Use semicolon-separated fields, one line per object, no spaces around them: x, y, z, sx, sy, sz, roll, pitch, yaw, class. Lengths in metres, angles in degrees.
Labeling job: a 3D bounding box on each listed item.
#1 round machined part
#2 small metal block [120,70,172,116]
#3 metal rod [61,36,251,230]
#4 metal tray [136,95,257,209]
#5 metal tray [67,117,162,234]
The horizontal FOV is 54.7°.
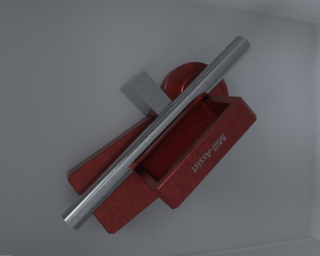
0.052;-0.041;0.420;0.099;0.042;0.097;0;90;-21;round machined part
-0.019;-0.042;0.390;0.025;0.050;0.050;-47;105;-14;small metal block
0.003;-0.002;0.370;0.300;0.025;0.025;-46;105;-10;metal rod
0.035;0.020;0.348;0.130;0.090;0.030;-46;108;-8;metal tray
-0.038;0.056;0.393;0.131;0.030;0.090;-37;102;-17;metal tray
